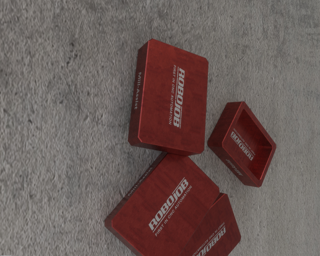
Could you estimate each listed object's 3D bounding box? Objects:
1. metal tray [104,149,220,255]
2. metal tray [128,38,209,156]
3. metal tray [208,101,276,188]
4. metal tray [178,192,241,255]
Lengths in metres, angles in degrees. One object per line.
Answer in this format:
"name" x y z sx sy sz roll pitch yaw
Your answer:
"metal tray" 0.007 0.098 0.388 0.090 0.030 0.130 46 61 -7
"metal tray" 0.013 -0.036 0.388 0.091 0.030 0.129 13 73 -27
"metal tray" 0.142 0.029 0.519 0.130 0.030 0.090 45 63 -31
"metal tray" 0.061 0.164 0.453 0.131 0.030 0.090 -32 110 -35
